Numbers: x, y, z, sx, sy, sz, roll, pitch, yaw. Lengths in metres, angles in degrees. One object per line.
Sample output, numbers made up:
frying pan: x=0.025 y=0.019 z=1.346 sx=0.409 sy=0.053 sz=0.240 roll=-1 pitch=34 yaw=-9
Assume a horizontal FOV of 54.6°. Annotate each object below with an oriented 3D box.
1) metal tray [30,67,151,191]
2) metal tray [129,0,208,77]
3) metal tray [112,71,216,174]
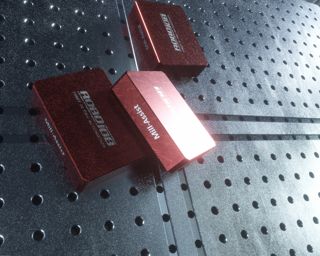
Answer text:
metal tray: x=-0.081 y=-0.004 z=0.364 sx=0.091 sy=0.030 sz=0.130 roll=-22 pitch=73 yaw=-36
metal tray: x=0.013 y=-0.144 z=0.499 sx=0.091 sy=0.030 sz=0.130 roll=-6 pitch=65 yaw=-31
metal tray: x=0.008 y=-0.014 z=0.396 sx=0.130 sy=0.030 sz=0.091 roll=55 pitch=30 yaw=11
